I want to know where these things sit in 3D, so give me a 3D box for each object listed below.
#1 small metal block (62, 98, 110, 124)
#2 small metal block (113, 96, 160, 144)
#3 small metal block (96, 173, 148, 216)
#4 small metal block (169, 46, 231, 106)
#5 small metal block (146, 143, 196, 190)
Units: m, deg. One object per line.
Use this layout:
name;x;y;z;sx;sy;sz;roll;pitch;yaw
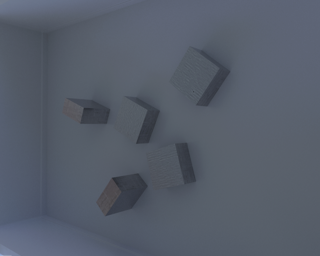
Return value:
small metal block;-0.116;-0.027;0.486;0.050;0.050;0.025;26;106;37
small metal block;-0.034;-0.012;0.435;0.050;0.025;0.050;32;110;35
small metal block;-0.053;0.093;0.435;0.025;0.050;0.050;48;119;29
small metal block;0.046;-0.061;0.369;0.050;0.025;0.050;46;117;30
small metal block;0.013;0.050;0.396;0.050;0.025;0.050;-20;77;38
